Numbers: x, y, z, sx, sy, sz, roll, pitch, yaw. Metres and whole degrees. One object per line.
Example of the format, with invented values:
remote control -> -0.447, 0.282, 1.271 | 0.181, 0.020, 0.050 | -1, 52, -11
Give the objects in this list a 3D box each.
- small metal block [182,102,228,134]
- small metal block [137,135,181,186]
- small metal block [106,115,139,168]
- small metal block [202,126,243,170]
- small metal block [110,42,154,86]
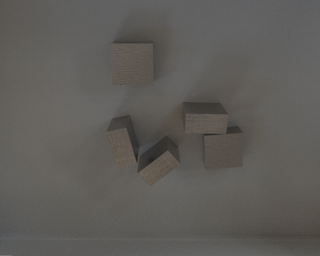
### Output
small metal block -> 0.055, -0.014, 0.394 | 0.050, 0.050, 0.025 | 1, 110, -1
small metal block -> -0.002, 0.043, 0.414 | 0.050, 0.050, 0.025 | -38, 106, 12
small metal block -> -0.047, 0.016, 0.403 | 0.025, 0.050, 0.050 | -13, 110, 4
small metal block -> 0.085, 0.027, 0.423 | 0.050, 0.025, 0.050 | -4, 110, 1
small metal block -> -0.033, -0.080, 0.381 | 0.050, 0.025, 0.050 | -1, 110, -1
